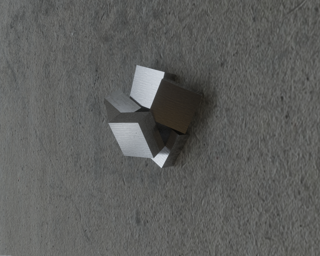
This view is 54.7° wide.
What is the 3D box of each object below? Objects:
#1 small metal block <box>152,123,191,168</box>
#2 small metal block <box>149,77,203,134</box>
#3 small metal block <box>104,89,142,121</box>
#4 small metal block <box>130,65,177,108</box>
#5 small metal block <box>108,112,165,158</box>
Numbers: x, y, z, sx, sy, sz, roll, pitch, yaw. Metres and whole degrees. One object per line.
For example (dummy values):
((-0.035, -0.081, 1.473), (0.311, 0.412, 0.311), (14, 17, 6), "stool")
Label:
((0.004, 0.016, 0.402), (0.050, 0.025, 0.050), (40, 114, 32), "small metal block")
((0.018, -0.028, 0.375), (0.050, 0.025, 0.050), (23, 107, 2), "small metal block")
((-0.050, -0.017, 0.430), (0.050, 0.025, 0.050), (40, 150, 31), "small metal block")
((-0.010, -0.053, 0.414), (0.050, 0.025, 0.050), (22, 104, 37), "small metal block")
((-0.028, 0.008, 0.381), (0.050, 0.025, 0.050), (0, 123, 39), "small metal block")
